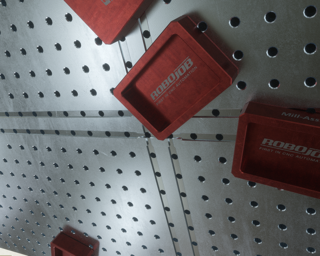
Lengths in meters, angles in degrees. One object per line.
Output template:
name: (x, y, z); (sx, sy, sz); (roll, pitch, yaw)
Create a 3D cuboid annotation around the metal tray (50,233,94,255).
metal tray: (-0.197, 0.302, 0.694); (0.090, 0.030, 0.129); (21, 126, 15)

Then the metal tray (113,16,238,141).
metal tray: (0.013, -0.053, 0.366); (0.090, 0.030, 0.129); (45, 129, -4)

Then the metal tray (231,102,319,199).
metal tray: (0.152, 0.027, 0.344); (0.130, 0.030, 0.089); (13, 124, 20)

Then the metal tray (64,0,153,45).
metal tray: (-0.072, -0.170, 0.340); (0.130, 0.030, 0.090); (46, 129, -5)
